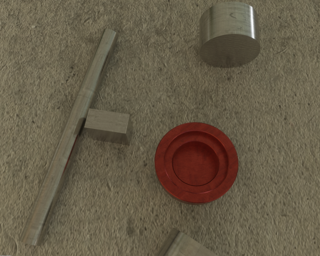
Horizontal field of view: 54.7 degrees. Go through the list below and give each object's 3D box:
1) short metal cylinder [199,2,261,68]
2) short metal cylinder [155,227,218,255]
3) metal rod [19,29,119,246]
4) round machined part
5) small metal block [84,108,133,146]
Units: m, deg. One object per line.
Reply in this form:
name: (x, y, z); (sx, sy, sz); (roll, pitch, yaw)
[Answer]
short metal cylinder: (0.094, -0.125, 0.425); (0.080, 0.080, 0.050); (2, 70, 1)
short metal cylinder: (0.034, 0.149, 0.325); (0.080, 0.080, 0.050); (32, 73, 11)
metal rod: (-0.112, -0.003, 0.408); (0.025, 0.025, 0.299); (14, 70, 5)
round machined part: (0.043, 0.045, 0.383); (0.099, 0.042, 0.098); (0, 70, 0)
small metal block: (-0.063, 0.000, 0.394); (0.050, 0.050, 0.025); (9, 71, 3)
